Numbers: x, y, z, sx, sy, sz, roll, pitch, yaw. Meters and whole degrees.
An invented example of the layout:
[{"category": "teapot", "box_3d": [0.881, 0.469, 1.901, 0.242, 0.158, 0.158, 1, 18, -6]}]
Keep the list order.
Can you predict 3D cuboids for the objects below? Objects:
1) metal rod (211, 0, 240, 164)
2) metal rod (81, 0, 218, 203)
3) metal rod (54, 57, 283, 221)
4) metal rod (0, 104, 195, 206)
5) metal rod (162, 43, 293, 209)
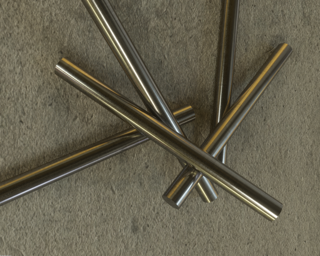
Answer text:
[{"category": "metal rod", "box_3d": [0.095, -0.099, 0.443, 0.025, 0.025, 0.298, 6, 88, -20]}, {"category": "metal rod", "box_3d": [0.000, -0.021, 0.375, 0.025, 0.025, 0.299, -38, 115, -16]}, {"category": "metal rod", "box_3d": [0.007, 0.011, 0.360, 0.301, 0.025, 0.025, 34, 78, 3]}, {"category": "metal rod", "box_3d": [-0.090, 0.036, 0.375, 0.302, 0.025, 0.025, -23, 98, -19]}, {"category": "metal rod", "box_3d": [0.103, -0.017, 0.420, 0.025, 0.025, 0.301, 47, 65, -14]}]
